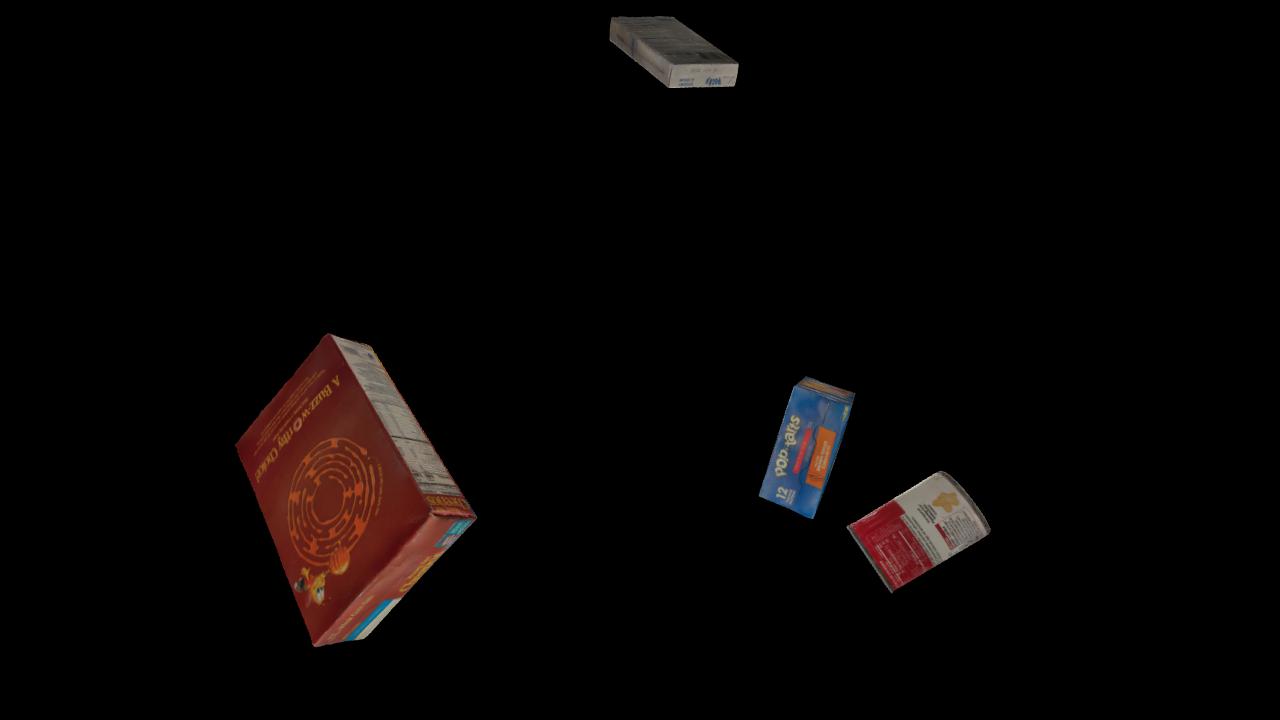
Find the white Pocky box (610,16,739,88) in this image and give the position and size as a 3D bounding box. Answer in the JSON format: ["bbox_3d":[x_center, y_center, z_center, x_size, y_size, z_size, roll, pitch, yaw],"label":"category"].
[{"bbox_3d":[0.033,-0.336,0.667,0.084,0.028,0.154,-13,47,-22],"label":"white Pocky box"}]

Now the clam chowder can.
[{"bbox_3d":[0.251,0.155,0.559,0.102,0.068,0.068,-34,-5,7],"label":"clam chowder can"}]

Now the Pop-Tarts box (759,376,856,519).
[{"bbox_3d":[0.246,0.120,0.892,0.083,0.167,0.141,18,10,19],"label":"Pop-Tarts box"}]

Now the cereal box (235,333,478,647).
[{"bbox_3d":[-0.346,0.141,0.727,0.306,0.203,0.081,46,8,28],"label":"cereal box"}]
